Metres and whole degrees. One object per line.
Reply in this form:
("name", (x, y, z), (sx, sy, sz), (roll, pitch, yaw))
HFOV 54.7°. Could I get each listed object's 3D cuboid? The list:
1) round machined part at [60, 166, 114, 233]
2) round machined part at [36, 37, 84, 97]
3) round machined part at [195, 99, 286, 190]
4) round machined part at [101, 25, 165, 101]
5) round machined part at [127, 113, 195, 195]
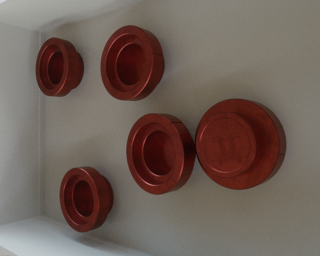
("round machined part", (-0.111, 0.109, 0.485), (0.098, 0.042, 0.097), (0, 90, 39))
("round machined part", (-0.168, -0.102, 0.531), (0.098, 0.042, 0.097), (0, 90, 39))
("round machined part", (0.078, 0.017, 0.330), (0.098, 0.042, 0.097), (0, 90, 39))
("round machined part", (-0.033, -0.085, 0.421), (0.098, 0.042, 0.097), (0, 90, 39))
("round machined part", (0.005, 0.031, 0.386), (0.098, 0.042, 0.097), (1, 92, 44))
